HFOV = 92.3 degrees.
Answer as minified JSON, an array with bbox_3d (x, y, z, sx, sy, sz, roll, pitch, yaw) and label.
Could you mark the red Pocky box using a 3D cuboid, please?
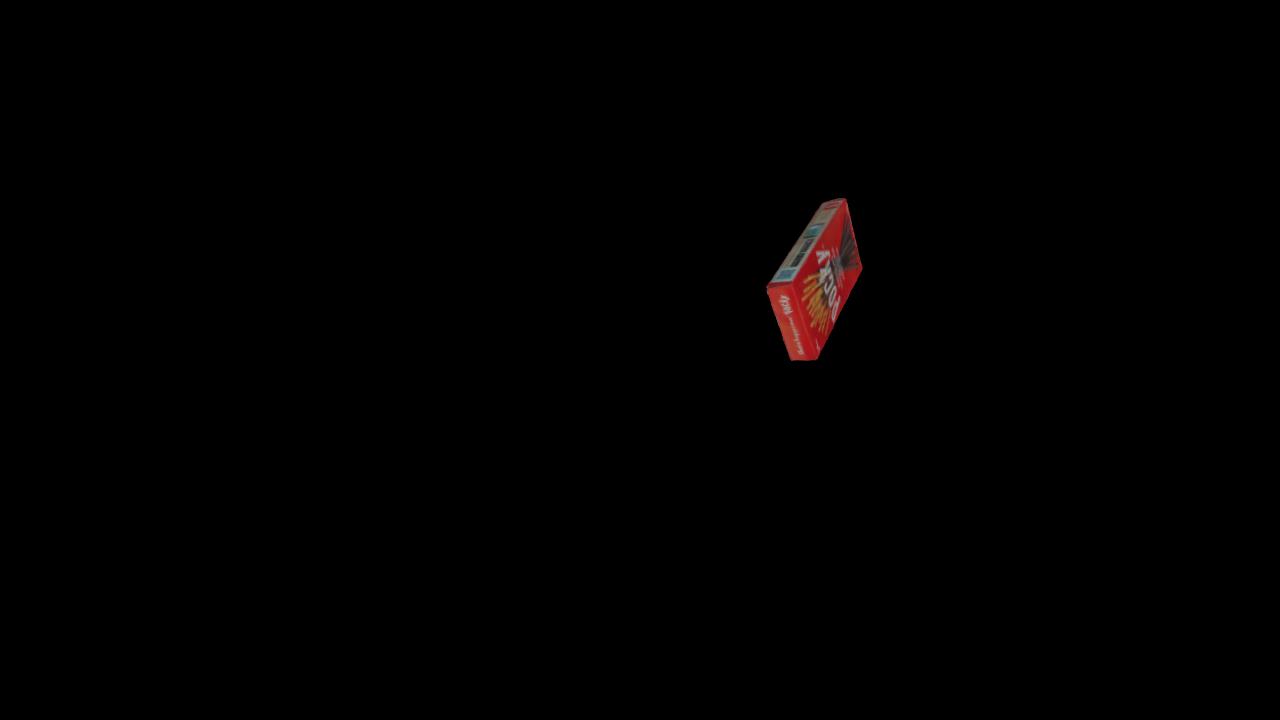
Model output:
[{"bbox_3d":[0.167,-0.077,0.571,0.028,0.083,0.155,1,40,38],"label":"red Pocky box"}]
